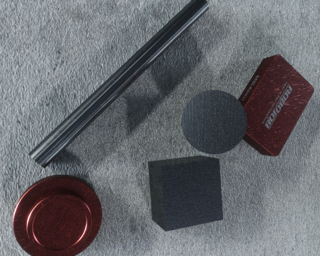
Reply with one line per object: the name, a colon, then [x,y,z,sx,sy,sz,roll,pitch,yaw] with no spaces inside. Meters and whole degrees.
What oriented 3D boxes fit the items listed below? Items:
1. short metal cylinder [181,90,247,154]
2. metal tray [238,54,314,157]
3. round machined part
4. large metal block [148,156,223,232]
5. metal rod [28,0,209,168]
short metal cylinder: [0.069,-0.008,0.407,0.080,0.050,0.079,0,91,4]
metal tray: [0.168,-0.034,0.470,0.090,0.030,0.130,37,78,-17]
round machined part: [-0.116,0.105,0.358,0.099,0.042,0.097,0,90,-21]
large metal block: [0.033,0.082,0.409,0.081,0.050,0.079,-5,92,-20]
metal rod: [-0.042,-0.068,0.394,0.301,0.025,0.025,-47,105,-14]
